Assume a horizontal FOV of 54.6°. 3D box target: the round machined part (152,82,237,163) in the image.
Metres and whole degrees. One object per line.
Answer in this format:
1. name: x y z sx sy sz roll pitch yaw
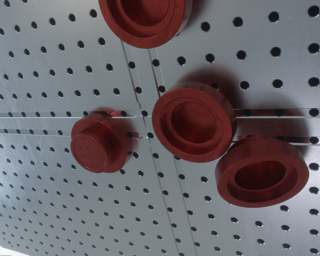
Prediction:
1. round machined part: 0.043 -0.010 0.372 0.098 0.042 0.097 13 124 21

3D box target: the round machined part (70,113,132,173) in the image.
1. round machined part: -0.095 0.029 0.469 0.098 0.042 0.097 13 124 21

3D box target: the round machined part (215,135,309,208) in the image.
1. round machined part: 0.112 0.046 0.354 0.099 0.042 0.097 0 133 0

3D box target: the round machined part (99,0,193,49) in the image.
1. round machined part: -0.012 -0.136 0.323 0.098 0.042 0.097 13 124 21
